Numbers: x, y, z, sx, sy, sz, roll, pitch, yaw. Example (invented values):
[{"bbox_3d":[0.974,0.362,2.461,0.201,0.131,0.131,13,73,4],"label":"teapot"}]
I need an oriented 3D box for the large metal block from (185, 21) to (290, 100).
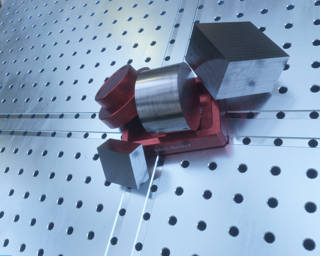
[{"bbox_3d":[0.087,-0.083,0.367,0.081,0.050,0.080,-10,49,-22],"label":"large metal block"}]

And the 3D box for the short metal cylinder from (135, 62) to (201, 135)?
[{"bbox_3d":[0.012,-0.033,0.366,0.050,0.080,0.080,-8,58,23],"label":"short metal cylinder"}]

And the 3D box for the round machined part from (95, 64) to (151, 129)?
[{"bbox_3d":[-0.051,-0.049,0.425,0.098,0.042,0.098,-36,26,21],"label":"round machined part"}]

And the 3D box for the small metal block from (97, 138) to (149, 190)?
[{"bbox_3d":[-0.045,0.043,0.381,0.050,0.050,0.025,8,31,32],"label":"small metal block"}]

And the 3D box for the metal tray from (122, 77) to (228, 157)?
[{"bbox_3d":[0.017,-0.014,0.402,0.130,0.030,0.090,-10,57,22],"label":"metal tray"}]
